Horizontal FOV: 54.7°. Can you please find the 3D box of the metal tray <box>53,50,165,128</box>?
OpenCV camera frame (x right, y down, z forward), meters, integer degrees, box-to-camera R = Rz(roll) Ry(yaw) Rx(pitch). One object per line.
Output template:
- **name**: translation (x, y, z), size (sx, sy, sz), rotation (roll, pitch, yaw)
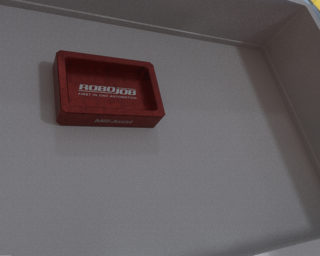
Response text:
- **metal tray**: translation (-0.065, -0.048, 0.397), size (0.131, 0.030, 0.090), rotation (1, 61, -28)
